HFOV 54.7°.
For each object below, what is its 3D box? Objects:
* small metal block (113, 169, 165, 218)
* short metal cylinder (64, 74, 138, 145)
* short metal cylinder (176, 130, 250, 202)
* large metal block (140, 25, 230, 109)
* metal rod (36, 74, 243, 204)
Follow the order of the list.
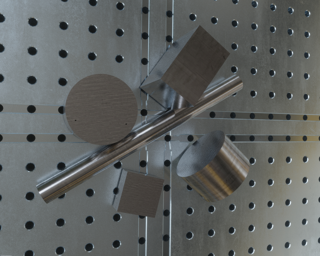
[{"bbox_3d":[-0.028,0.084,0.399,0.050,0.025,0.050,16,85,-20],"label":"small metal block"},{"bbox_3d":[-0.072,-0.021,0.369,0.081,0.050,0.079,0,90,-20],"label":"short metal cylinder"},{"bbox_3d":[0.068,0.049,0.405,0.050,0.080,0.080,45,76,-15],"label":"short metal cylinder"},{"bbox_3d":[0.028,-0.071,0.390,0.050,0.080,0.080,38,78,-16],"label":"large metal block"},{"bbox_3d":[-0.013,0.005,0.405,0.302,0.025,0.025,-30,100,-18],"label":"metal rod"}]
